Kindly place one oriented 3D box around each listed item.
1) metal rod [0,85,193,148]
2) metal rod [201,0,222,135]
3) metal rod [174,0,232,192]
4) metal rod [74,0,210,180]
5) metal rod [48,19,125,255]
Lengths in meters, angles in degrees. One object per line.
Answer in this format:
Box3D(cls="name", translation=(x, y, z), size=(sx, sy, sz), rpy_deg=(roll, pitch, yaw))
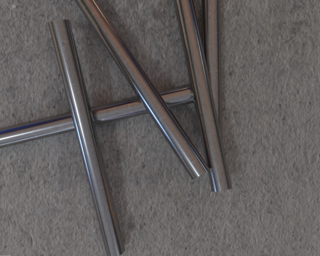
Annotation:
Box3D(cls="metal rod", translation=(-0.105, -0.011, 0.408), size=(0.302, 0.025, 0.025), rpy_deg=(-13, 90, -1))
Box3D(cls="metal rod", translation=(0.068, -0.134, 0.410), size=(0.025, 0.025, 0.298), rpy_deg=(-1, 90, -1))
Box3D(cls="metal rod", translation=(0.048, -0.071, 0.393), size=(0.025, 0.025, 0.298), rpy_deg=(-10, 83, 0))
Box3D(cls="metal rod", translation=(-0.033, -0.069, 0.389), size=(0.025, 0.025, 0.299), rpy_deg=(-33, 82, 0))
Box3D(cls="metal rod", translation=(-0.089, 0.020, 0.387), size=(0.025, 0.025, 0.298), rpy_deg=(-12, 99, 0))
